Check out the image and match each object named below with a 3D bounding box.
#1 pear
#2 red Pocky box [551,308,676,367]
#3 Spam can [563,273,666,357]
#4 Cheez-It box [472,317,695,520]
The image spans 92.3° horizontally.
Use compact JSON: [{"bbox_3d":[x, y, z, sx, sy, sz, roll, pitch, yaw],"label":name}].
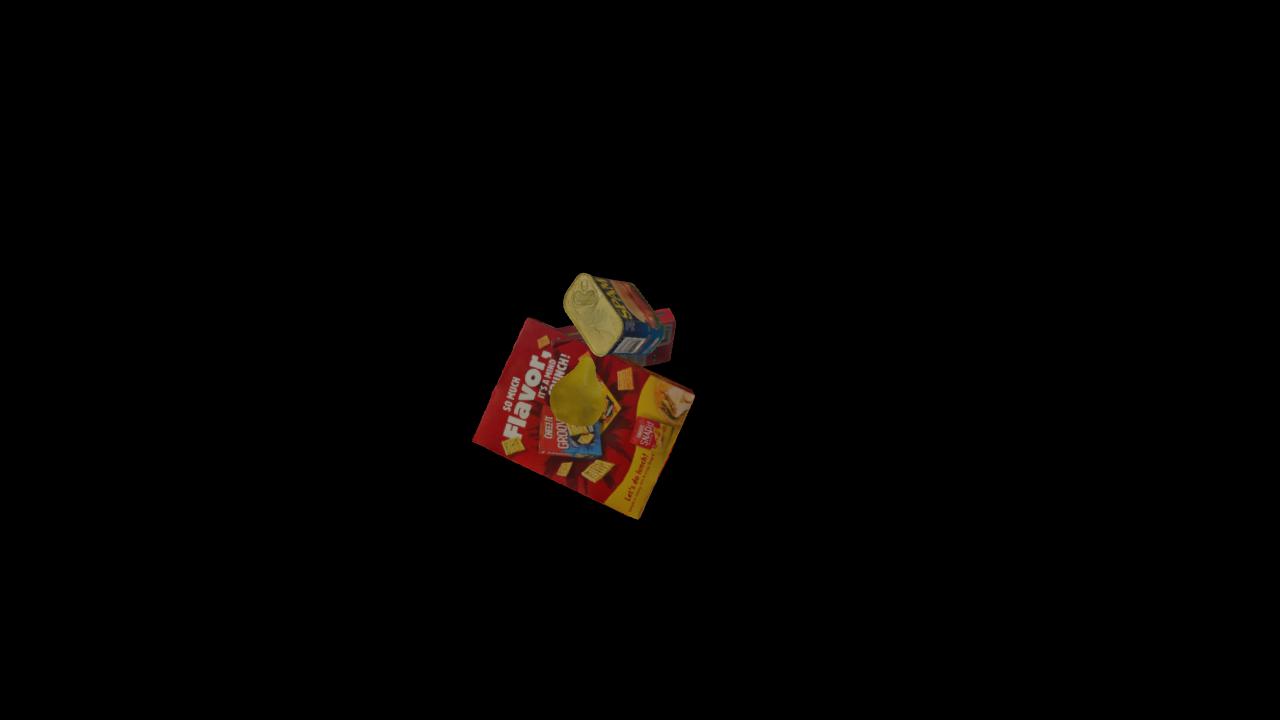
[{"bbox_3d":[-0.068,0.023,0.734,0.080,0.111,0.080,12,-7,1],"label":"pear"},{"bbox_3d":[-0.034,-0.017,0.763,0.155,0.028,0.083,-11,-36,-13],"label":"red Pocky box"},{"bbox_3d":[-0.029,-0.052,0.735,0.085,0.101,0.058,2,-43,-50],"label":"Spam can"},{"bbox_3d":[-0.066,0.068,0.747,0.223,0.166,0.071,24,2,1],"label":"Cheez-It box"}]
